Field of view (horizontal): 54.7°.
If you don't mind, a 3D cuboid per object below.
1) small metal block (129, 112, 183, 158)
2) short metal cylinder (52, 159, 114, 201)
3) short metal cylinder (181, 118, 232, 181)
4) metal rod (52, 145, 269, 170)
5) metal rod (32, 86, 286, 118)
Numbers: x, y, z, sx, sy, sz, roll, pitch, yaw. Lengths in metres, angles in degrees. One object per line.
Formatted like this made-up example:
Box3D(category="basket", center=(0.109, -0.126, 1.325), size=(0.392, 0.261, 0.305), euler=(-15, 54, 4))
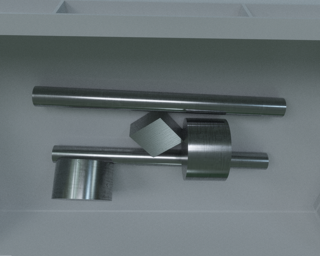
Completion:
Box3D(category="small metal block", center=(-0.004, 0.006, 0.412), size=(0.050, 0.025, 0.050), euler=(-31, 124, 23))
Box3D(category="short metal cylinder", center=(-0.105, 0.075, 0.430), size=(0.081, 0.050, 0.080), euler=(1, 164, 1))
Box3D(category="short metal cylinder", center=(0.056, 0.027, 0.395), size=(0.050, 0.080, 0.079), euler=(1, 130, -2))
Box3D(category="metal rod", center=(0.002, 0.042, 0.443), size=(0.302, 0.025, 0.025), euler=(2, 130, -3))
Box3D(category="metal rod", center=(0.002, -0.032, 0.379), size=(0.302, 0.025, 0.025), euler=(2, 130, -3))
